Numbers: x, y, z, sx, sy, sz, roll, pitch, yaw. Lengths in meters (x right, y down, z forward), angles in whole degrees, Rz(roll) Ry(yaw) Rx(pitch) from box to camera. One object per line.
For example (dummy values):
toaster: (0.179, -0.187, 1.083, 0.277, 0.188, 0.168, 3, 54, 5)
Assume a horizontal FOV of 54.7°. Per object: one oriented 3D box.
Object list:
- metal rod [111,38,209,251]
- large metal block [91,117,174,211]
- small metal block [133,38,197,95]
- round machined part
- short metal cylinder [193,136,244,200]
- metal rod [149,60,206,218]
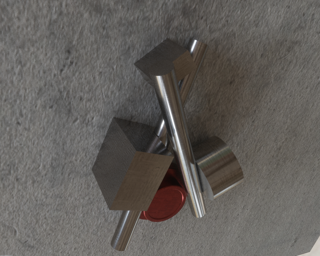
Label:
metal rod: (-0.005, 0.032, 0.407, 0.025, 0.025, 0.298, 12, 106, -34)
large metal block: (-0.037, 0.044, 0.381, 0.050, 0.080, 0.079, 12, 112, -34)
small metal block: (0.005, -0.071, 0.352, 0.050, 0.050, 0.025, -38, 130, -3)
round machined part: (0.000, 0.101, 0.462, 0.099, 0.042, 0.097, -14, 125, -21)
short metal cylinder: (0.077, 0.058, 0.453, 0.050, 0.080, 0.080, -29, 129, -11)
metal rod: (0.033, 0.040, 0.408, 0.025, 0.025, 0.299, -29, 137, -10)
